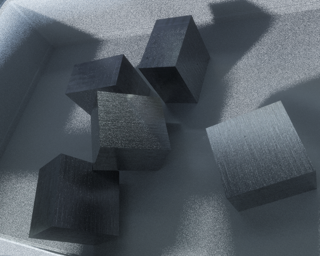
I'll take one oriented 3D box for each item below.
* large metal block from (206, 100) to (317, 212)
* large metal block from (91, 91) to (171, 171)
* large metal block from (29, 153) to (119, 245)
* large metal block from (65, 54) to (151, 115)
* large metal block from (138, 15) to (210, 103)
[{"bbox_3d":[0.102,0.030,0.317,0.080,0.050,0.080,-21,54,15],"label":"large metal block"},{"bbox_3d":[-0.039,0.005,0.379,0.081,0.050,0.080,4,52,-21],"label":"large metal block"},{"bbox_3d":[-0.095,0.085,0.358,0.050,0.080,0.080,-32,48,35],"label":"large metal block"},{"bbox_3d":[-0.070,-0.052,0.437,0.080,0.080,0.050,-6,59,25],"label":"large metal block"},{"bbox_3d":[0.023,-0.088,0.411,0.050,0.080,0.080,3,63,29],"label":"large metal block"}]
